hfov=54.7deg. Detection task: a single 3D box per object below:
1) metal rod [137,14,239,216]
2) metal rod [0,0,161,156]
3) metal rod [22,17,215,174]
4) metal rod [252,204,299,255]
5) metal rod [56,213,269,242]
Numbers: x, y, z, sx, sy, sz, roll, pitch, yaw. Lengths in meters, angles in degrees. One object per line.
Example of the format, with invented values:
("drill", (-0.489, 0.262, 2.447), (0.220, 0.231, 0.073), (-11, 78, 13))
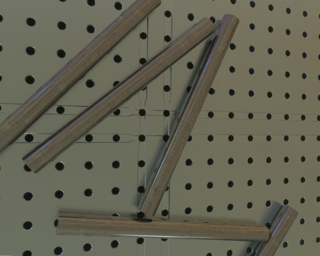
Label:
("metal rod", (0.043, -0.024, 0.429), (0.025, 0.025, 0.299), (27, 81, -18))
("metal rod", (-0.106, -0.065, 0.373), (0.025, 0.025, 0.301), (46, 75, -15))
("metal rod", (-0.041, -0.051, 0.398), (0.301, 0.025, 0.025), (-41, 103, -16))
("metal rod", (0.119, 0.245, 0.458), (0.025, 0.025, 0.300), (41, 77, -16))
("metal rod", (0.018, 0.137, 0.420), (0.302, 0.025, 0.025), (10, 87, -20))
